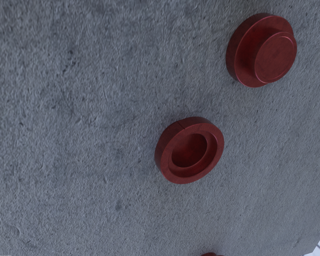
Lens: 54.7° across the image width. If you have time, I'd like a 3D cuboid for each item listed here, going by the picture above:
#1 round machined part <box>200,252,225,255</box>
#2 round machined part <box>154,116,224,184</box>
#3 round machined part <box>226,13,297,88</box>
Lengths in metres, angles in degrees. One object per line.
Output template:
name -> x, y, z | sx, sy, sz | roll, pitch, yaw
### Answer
round machined part -> 0.098, 0.294, 0.631 | 0.099, 0.042, 0.097 | -14, 124, -21
round machined part -> 0.037, 0.027, 0.432 | 0.099, 0.042, 0.097 | -14, 124, -21
round machined part -> 0.141, -0.098, 0.411 | 0.099, 0.042, 0.097 | -14, 124, -21
